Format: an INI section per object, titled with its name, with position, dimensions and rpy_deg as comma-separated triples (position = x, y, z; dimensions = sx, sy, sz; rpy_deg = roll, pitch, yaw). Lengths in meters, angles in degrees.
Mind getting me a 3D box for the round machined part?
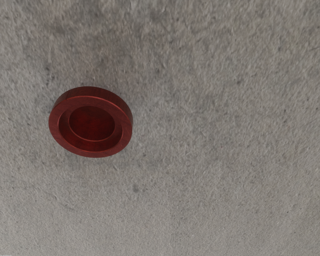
[round machined part]
position = -0.083, -0.011, 0.385
dimensions = 0.099, 0.042, 0.097
rpy_deg = -1, 130, 0
